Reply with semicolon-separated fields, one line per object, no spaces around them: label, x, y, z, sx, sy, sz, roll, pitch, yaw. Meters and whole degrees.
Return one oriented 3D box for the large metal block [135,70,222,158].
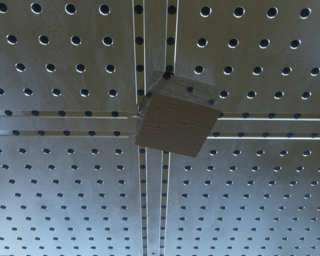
large metal block;0.019;-0.016;0.382;0.081;0.050;0.079;13;129;-12
